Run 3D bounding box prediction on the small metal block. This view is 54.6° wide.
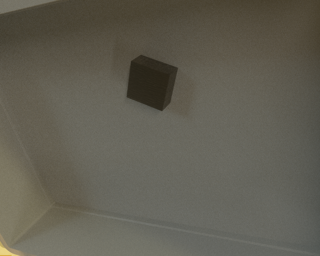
[{"bbox_3d":[-0.010,-0.055,0.380,0.050,0.025,0.050,22,127,14],"label":"small metal block"}]
